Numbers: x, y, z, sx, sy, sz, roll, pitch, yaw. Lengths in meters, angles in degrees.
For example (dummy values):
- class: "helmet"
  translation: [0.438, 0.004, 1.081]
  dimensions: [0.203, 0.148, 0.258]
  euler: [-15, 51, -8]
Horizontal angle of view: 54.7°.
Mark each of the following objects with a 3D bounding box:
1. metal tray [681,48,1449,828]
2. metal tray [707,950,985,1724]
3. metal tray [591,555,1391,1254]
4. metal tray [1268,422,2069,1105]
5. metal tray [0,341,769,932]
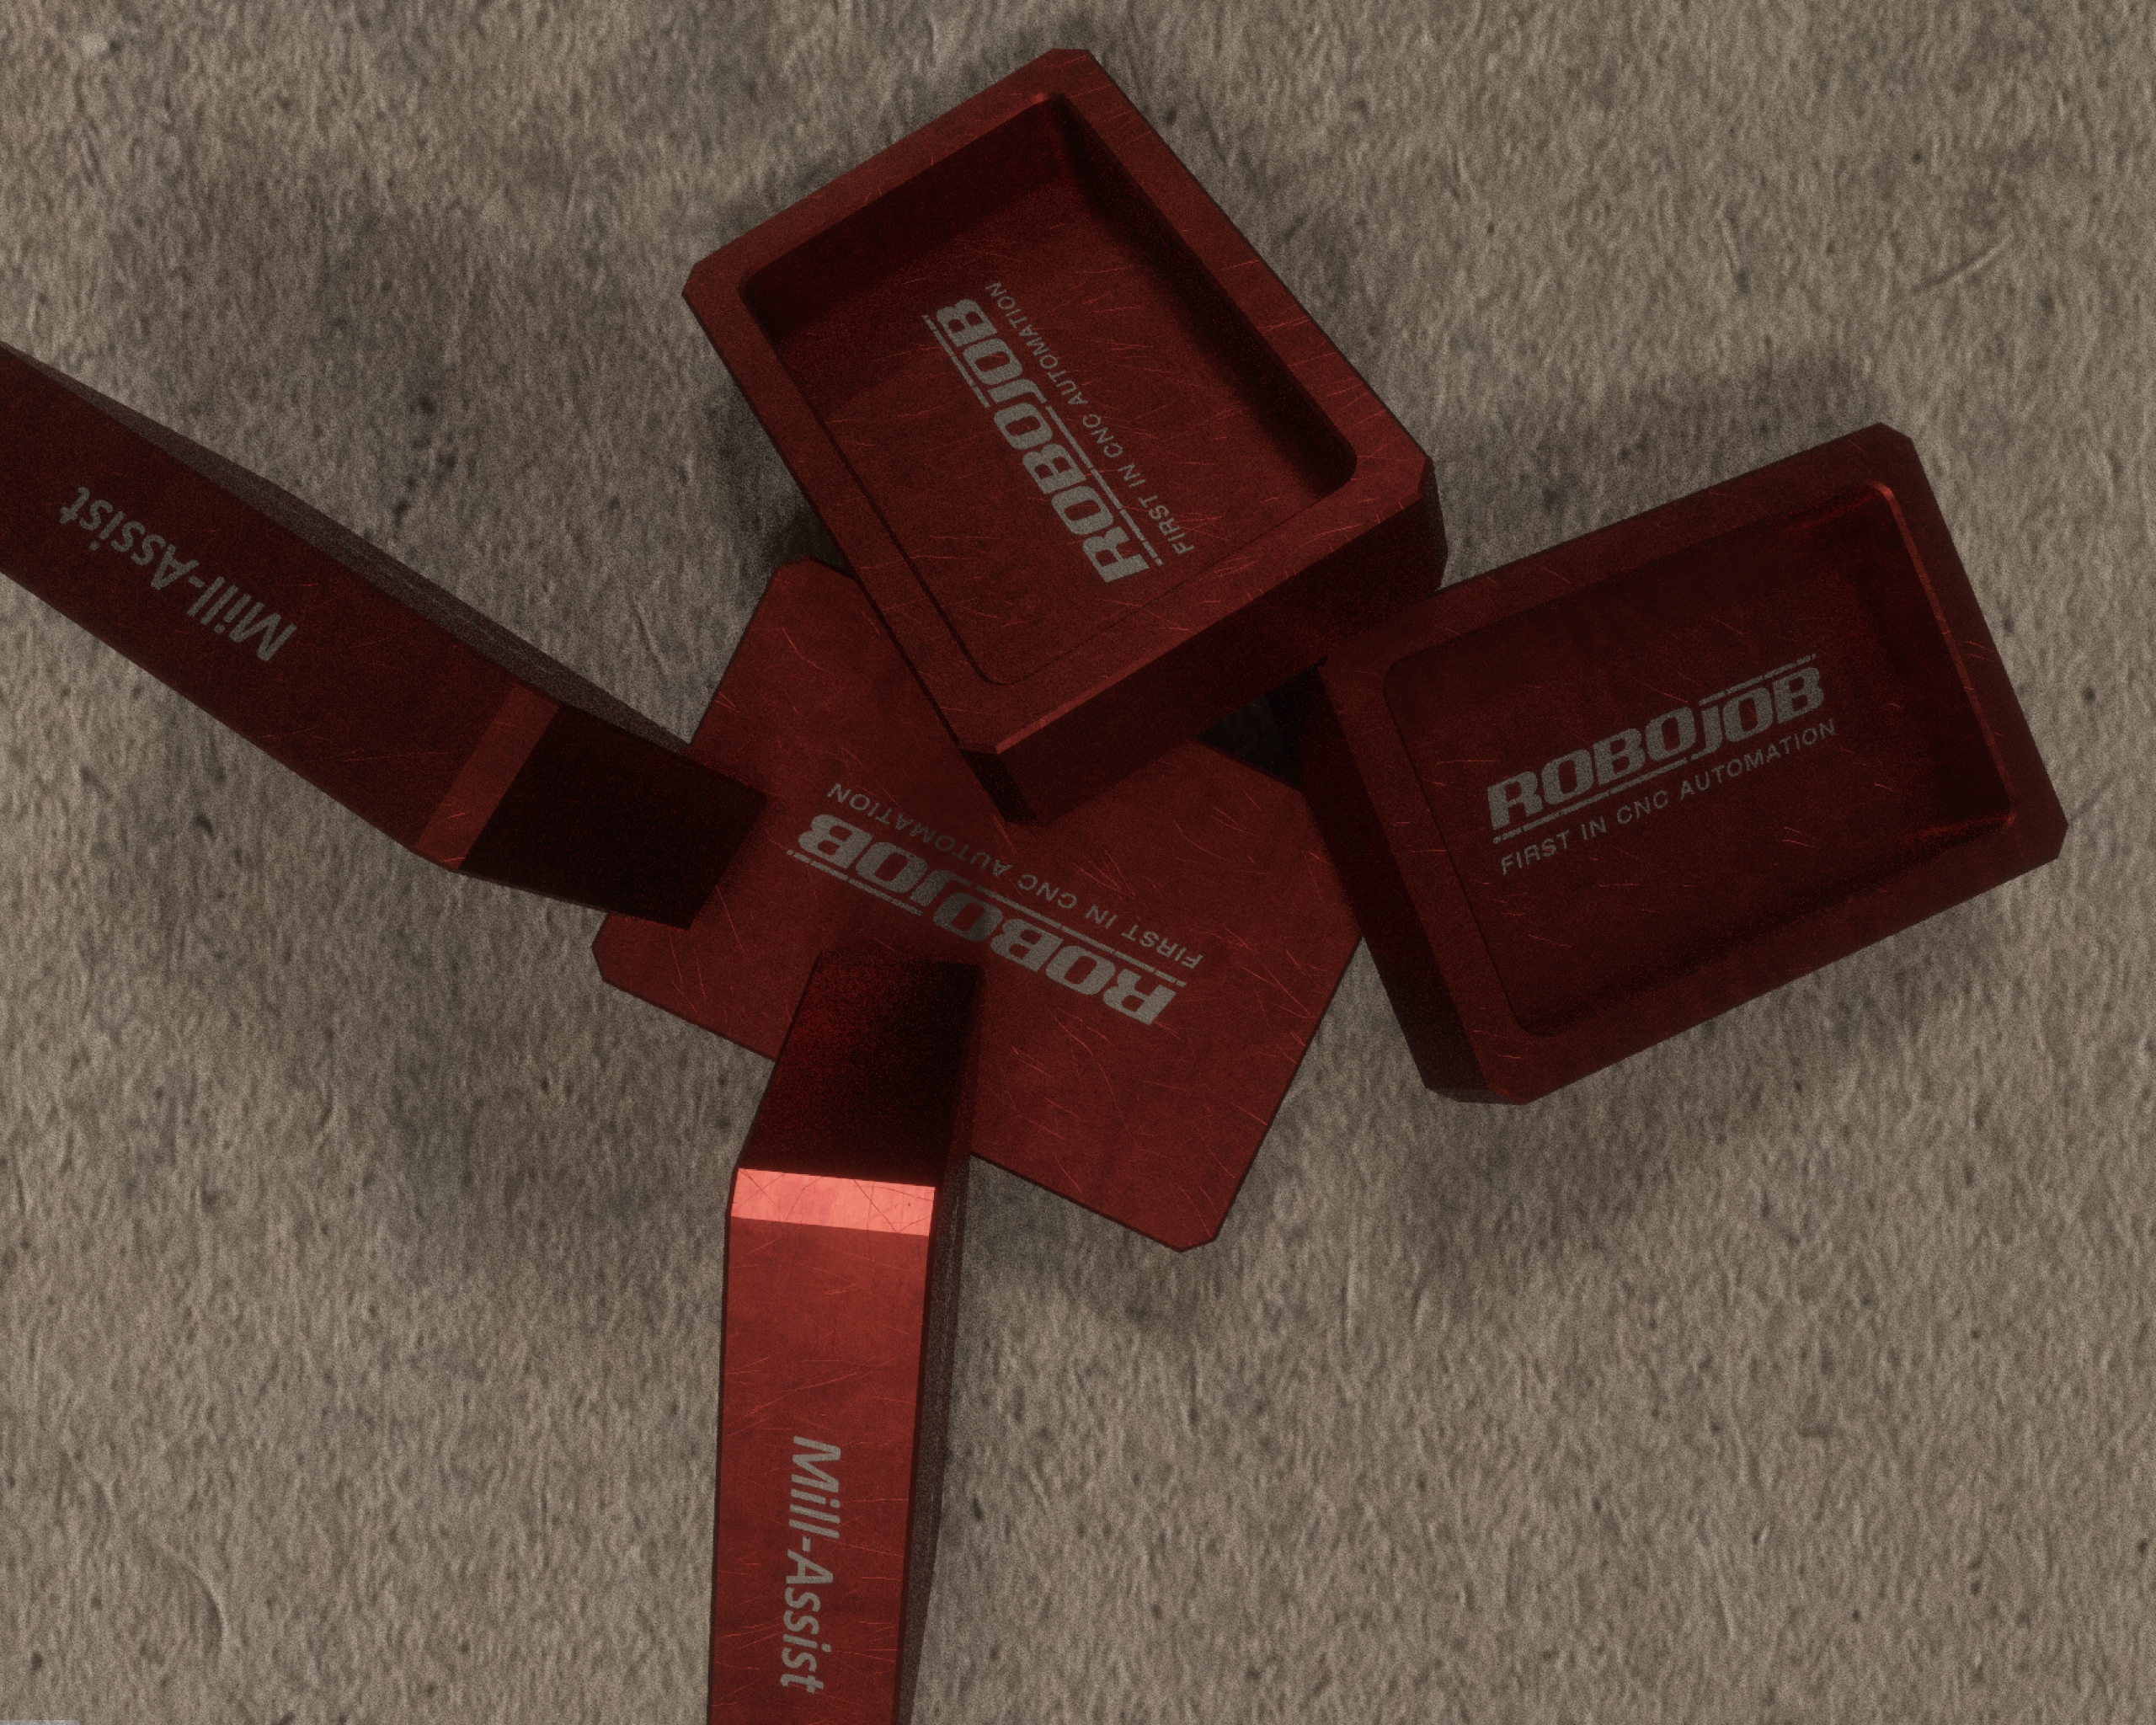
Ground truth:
- class: "metal tray"
  translation: [-0.005, -0.081, 0.379]
  dimensions: [0.090, 0.030, 0.130]
  euler: [-31, 61, -1]
- class: "metal tray"
  translation: [-0.039, 0.091, 0.359]
  dimensions: [0.030, 0.090, 0.129]
  euler: [6, 111, 0]
- class: "metal tray"
  translation: [-0.016, 0.008, 0.408]
  dimensions: [0.131, 0.030, 0.090]
  euler: [26, 90, -1]
- class: "metal tray"
  translation: [0.112, -0.019, 0.394]
  dimensions: [0.131, 0.030, 0.090]
  euler: [-22, 90, -15]
- class: "metal tray"
  translation: [-0.127, -0.038, 0.362]
  dimensions: [0.130, 0.090, 0.030]
  euler: [31, 90, 16]
